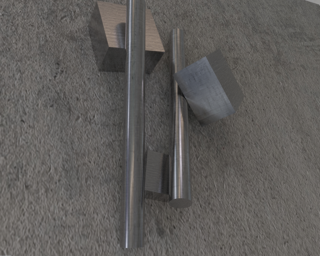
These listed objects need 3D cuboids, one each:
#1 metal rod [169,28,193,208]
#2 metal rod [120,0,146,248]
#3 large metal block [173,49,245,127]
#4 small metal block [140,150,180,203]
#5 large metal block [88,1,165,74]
[{"bbox_3d":[0.025,-0.038,0.419,0.025,0.025,0.300,17,49,-19],"label":"metal rod"},{"bbox_3d":[-0.030,-0.021,0.360,0.025,0.025,0.299,8,71,-24],"label":"metal rod"},{"bbox_3d":[0.071,-0.058,0.432,0.080,0.050,0.080,60,30,-8],"label":"large metal block"},{"bbox_3d":[0.002,0.059,0.369,0.050,0.025,0.050,16,55,-19],"label":"small metal block"},{"bbox_3d":[-0.049,-0.126,0.438,0.081,0.050,0.080,-3,63,-30],"label":"large metal block"}]
